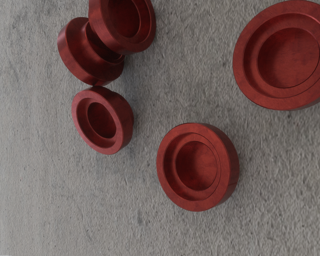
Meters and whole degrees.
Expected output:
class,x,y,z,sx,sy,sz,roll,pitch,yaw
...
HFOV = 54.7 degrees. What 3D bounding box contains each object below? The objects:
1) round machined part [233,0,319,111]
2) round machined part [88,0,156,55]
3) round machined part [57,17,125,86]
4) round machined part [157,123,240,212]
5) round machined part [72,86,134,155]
class,x,y,z,sx,sy,sz,roll,pitch,yaw
round machined part,0.123,-0.065,0.292,0.098,0.042,0.097,0,90,40
round machined part,-0.053,-0.143,0.401,0.042,0.099,0.097,-4,87,40
round machined part,-0.087,-0.110,0.429,0.042,0.099,0.098,-24,75,37
round machined part,0.046,0.043,0.356,0.098,0.042,0.097,0,90,40
round machined part,-0.076,-0.014,0.442,0.098,0.042,0.097,19,125,29
